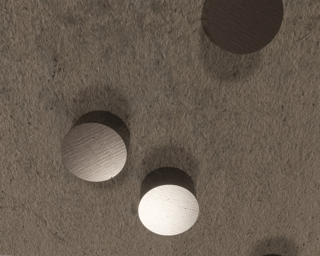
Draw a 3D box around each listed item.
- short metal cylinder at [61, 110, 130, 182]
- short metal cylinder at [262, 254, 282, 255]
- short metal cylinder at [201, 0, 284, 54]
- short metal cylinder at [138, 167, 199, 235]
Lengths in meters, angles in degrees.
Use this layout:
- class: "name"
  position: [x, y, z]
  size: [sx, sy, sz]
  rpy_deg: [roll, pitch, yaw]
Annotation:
- class: "short metal cylinder"
  position: [-0.081, 0.022, 0.404]
  size: [0.081, 0.050, 0.079]
  rpy_deg: [0, 110, -1]
- class: "short metal cylinder"
  position: [0.182, 0.250, 0.491]
  size: [0.081, 0.050, 0.079]
  rpy_deg: [0, 110, -1]
- class: "short metal cylinder"
  position: [0.090, -0.127, 0.351]
  size: [0.081, 0.050, 0.079]
  rpy_deg: [0, 110, -1]
- class: "short metal cylinder"
  position: [0.012, 0.101, 0.434]
  size: [0.081, 0.050, 0.079]
  rpy_deg: [0, 110, -1]
